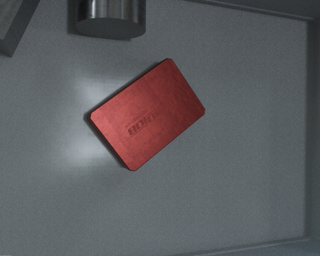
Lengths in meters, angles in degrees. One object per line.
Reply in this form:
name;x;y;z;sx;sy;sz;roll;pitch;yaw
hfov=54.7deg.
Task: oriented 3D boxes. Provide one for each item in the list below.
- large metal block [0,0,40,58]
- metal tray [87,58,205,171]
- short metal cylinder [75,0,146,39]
large metal block;-0.165;-0.128;0.320;0.050;0.080;0.080;25;82;-19
metal tray;-0.016;-0.018;0.403;0.131;0.030;0.090;-39;103;-16
short metal cylinder;-0.057;-0.139;0.361;0.081;0.080;0.050;1;90;-20
